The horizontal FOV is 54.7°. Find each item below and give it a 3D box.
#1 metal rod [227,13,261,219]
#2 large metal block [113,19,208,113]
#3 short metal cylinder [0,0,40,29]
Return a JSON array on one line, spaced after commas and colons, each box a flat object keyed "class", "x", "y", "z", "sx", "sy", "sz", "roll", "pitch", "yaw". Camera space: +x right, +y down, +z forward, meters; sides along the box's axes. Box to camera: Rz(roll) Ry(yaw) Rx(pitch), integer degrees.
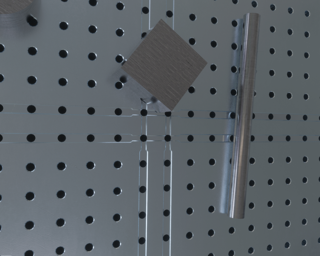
[{"class": "metal rod", "x": 0.124, "y": -0.019, "z": 0.458, "sx": 0.025, "sy": 0.025, "sz": 0.298, "roll": 6, "pitch": 88, "yaw": -20}, {"class": "large metal block", "x": -0.001, "y": -0.076, "z": 0.399, "sx": 0.080, "sy": 0.050, "sz": 0.080, "roll": 40, "pitch": 77, "yaw": -16}, {"class": "short metal cylinder", "x": -0.173, "y": -0.155, "z": 0.335, "sx": 0.081, "sy": 0.050, "sz": 0.079, "roll": 0, "pitch": 90, "yaw": -20}]
